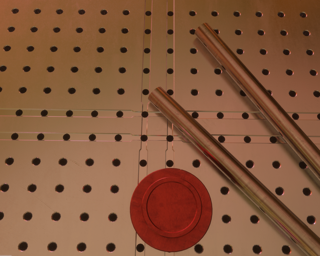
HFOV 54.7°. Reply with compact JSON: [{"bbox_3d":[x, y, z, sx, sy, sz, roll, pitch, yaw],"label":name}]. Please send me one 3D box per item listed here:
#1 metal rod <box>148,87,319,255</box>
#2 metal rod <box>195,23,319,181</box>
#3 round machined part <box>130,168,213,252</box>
[{"bbox_3d":[0.096,0.055,0.392,0.025,0.025,0.300,-42,75,-14],"label":"metal rod"},{"bbox_3d":[0.146,-0.032,0.424,0.025,0.025,0.299,-32,73,-11],"label":"metal rod"},{"bbox_3d":[0.013,0.095,0.368,0.099,0.042,0.098,0,70,0],"label":"round machined part"}]
